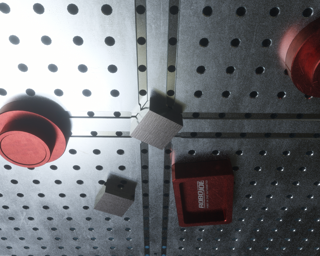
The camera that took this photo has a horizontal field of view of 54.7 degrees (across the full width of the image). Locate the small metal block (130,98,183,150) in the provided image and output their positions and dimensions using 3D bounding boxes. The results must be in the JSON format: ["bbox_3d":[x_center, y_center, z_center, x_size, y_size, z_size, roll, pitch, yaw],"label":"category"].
[{"bbox_3d":[-0.005,-0.004,0.408,0.050,0.025,0.050,25,126,-20],"label":"small metal block"}]

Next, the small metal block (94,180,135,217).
[{"bbox_3d":[-0.075,0.117,0.510,0.050,0.025,0.050,22,127,-18],"label":"small metal block"}]

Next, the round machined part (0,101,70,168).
[{"bbox_3d":[-0.175,0.015,0.411,0.099,0.042,0.097,0,130,0],"label":"round machined part"}]

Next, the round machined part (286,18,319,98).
[{"bbox_3d":[0.195,-0.073,0.340,0.099,0.042,0.097,0,130,0],"label":"round machined part"}]

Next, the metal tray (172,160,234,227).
[{"bbox_3d":[0.070,0.110,0.501,0.090,0.030,0.129,-6,130,4],"label":"metal tray"}]
